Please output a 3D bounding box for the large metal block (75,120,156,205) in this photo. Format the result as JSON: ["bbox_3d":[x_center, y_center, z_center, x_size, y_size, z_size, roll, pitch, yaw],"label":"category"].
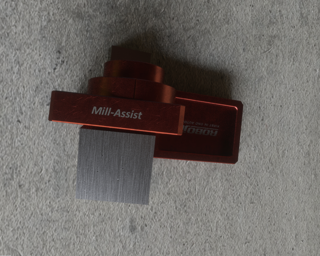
[{"bbox_3d":[-0.049,0.038,0.360,0.081,0.050,0.079,6,101,-3],"label":"large metal block"}]

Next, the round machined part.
[{"bbox_3d":[-0.030,-0.048,0.349,0.099,0.098,0.042,6,88,-20],"label":"round machined part"}]

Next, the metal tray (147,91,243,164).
[{"bbox_3d":[0.048,0.000,0.426,0.131,0.030,0.089,7,88,-20],"label":"metal tray"}]

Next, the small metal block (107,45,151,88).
[{"bbox_3d":[-0.042,-0.073,0.396,0.050,0.025,0.050,7,88,-20],"label":"small metal block"}]

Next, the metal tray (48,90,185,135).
[{"bbox_3d":[-0.043,-0.014,0.342,0.131,0.090,0.030,6,89,-2],"label":"metal tray"}]
